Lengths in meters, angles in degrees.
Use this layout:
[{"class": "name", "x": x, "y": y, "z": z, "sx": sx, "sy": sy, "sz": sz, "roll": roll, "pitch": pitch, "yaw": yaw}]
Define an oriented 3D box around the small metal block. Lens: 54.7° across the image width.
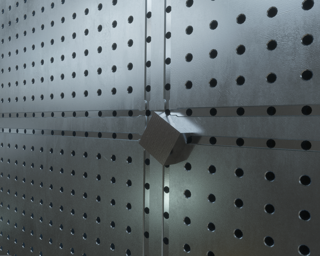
[{"class": "small metal block", "x": 0.006, "y": 0.013, "z": 0.403, "sx": 0.050, "sy": 0.025, "sz": 0.050, "roll": 40, "pitch": 114, "yaw": 32}]
